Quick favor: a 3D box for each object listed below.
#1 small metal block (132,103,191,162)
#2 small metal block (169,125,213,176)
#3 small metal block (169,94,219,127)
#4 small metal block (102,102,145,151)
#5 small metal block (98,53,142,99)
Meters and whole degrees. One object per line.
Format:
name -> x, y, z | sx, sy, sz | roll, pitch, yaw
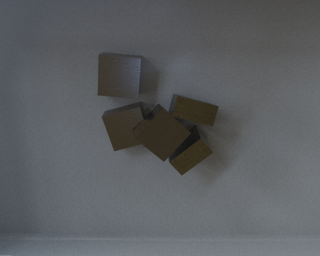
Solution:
small metal block -> 0.002, 0.006, 0.391 | 0.050, 0.025, 0.050 | 41, 94, -21
small metal block -> 0.039, 0.028, 0.409 | 0.050, 0.050, 0.025 | -38, 106, 12
small metal block -> 0.040, -0.024, 0.388 | 0.050, 0.050, 0.025 | 14, 98, -6
small metal block -> -0.043, -0.002, 0.410 | 0.050, 0.025, 0.050 | -15, 110, 5
small metal block -> -0.050, -0.066, 0.386 | 0.050, 0.025, 0.050 | 5, 110, -2
